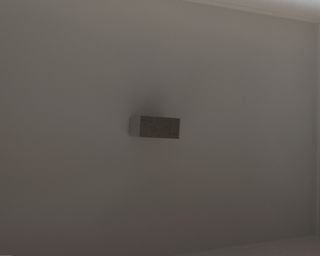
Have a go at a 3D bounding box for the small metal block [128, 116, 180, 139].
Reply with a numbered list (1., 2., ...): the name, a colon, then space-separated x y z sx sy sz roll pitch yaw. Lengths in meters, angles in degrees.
1. small metal block: -0.008 -0.001 0.391 0.050 0.050 0.025 3 89 -20
